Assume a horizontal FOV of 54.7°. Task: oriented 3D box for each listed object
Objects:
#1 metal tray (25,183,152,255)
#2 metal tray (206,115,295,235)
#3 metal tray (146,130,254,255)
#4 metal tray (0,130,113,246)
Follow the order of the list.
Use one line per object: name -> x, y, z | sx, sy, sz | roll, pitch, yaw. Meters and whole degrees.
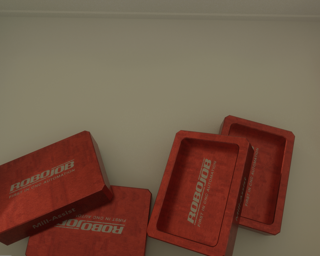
metal tray -> -0.079, 0.113, 0.365 | 0.131, 0.030, 0.090 | 6, 70, 1
metal tray -> 0.110, 0.057, 0.387 | 0.090, 0.030, 0.130 | 16, 71, 5
metal tray -> 0.047, 0.071, 0.351 | 0.090, 0.030, 0.130 | 7, 68, 30
metal tray -> -0.130, 0.066, 0.361 | 0.131, 0.030, 0.090 | -23, 51, -5
